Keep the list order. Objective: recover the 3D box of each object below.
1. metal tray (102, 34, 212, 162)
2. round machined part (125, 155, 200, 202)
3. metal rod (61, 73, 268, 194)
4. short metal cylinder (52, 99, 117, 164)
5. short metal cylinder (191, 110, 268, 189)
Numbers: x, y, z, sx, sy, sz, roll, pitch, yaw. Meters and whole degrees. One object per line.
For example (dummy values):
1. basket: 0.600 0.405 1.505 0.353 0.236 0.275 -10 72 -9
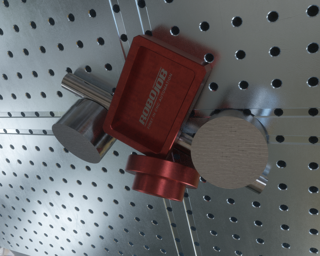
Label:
1. metal tray: -0.007 -0.034 0.372 0.090 0.030 0.129 28 115 10
2. round machined part: 0.001 0.069 0.407 0.098 0.042 0.098 13 166 4
3. metal rod: -0.001 0.002 0.413 0.301 0.025 0.025 28 128 10
4. short metal cylinder: -0.103 0.005 0.437 0.080 0.050 0.080 23 146 17
5. short metal cylinder: 0.080 0.022 0.351 0.080 0.050 0.079 4 102 16
